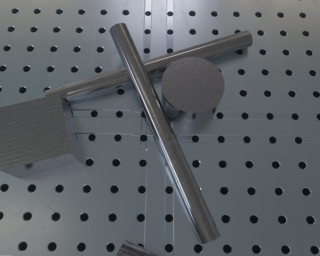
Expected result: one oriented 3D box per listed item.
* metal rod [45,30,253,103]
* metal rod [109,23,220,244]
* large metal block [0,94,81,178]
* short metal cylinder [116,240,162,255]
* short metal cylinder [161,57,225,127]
[{"bbox_3d":[-0.011,-0.086,0.443,0.302,0.025,0.025,-18,71,-7],"label":"metal rod"},{"bbox_3d":[0.001,-0.003,0.395,0.025,0.025,0.299,-22,78,-8],"label":"metal rod"},{"bbox_3d":[-0.153,0.011,0.393,0.081,0.050,0.080,-14,71,-5],"label":"large metal block"},{"bbox_3d":[-0.030,0.166,0.322,0.050,0.080,0.080,22,72,8],"label":"short metal cylinder"},{"bbox_3d":[0.042,-0.048,0.416,0.081,0.050,0.080,0,70,0],"label":"short metal cylinder"}]
